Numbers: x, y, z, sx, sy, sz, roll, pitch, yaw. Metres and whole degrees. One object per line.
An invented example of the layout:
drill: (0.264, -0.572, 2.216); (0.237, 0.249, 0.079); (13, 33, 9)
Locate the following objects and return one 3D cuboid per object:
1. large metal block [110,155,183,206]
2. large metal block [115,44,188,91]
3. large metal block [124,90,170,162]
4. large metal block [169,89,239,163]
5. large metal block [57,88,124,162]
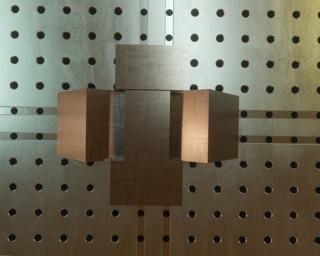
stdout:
large metal block: (-0.015, 0.061, 0.385); (0.081, 0.080, 0.050); (1, 90, -1)
large metal block: (-0.010, -0.068, 0.385); (0.081, 0.080, 0.050); (1, 90, -1)
large metal block: (-0.015, -0.002, 0.385); (0.050, 0.080, 0.079); (1, 90, 0)
large metal block: (0.056, -0.002, 0.378); (0.050, 0.081, 0.079); (1, 89, 37)
large metal block: (-0.086, -0.004, 0.378); (0.050, 0.080, 0.079); (0, 91, -40)
